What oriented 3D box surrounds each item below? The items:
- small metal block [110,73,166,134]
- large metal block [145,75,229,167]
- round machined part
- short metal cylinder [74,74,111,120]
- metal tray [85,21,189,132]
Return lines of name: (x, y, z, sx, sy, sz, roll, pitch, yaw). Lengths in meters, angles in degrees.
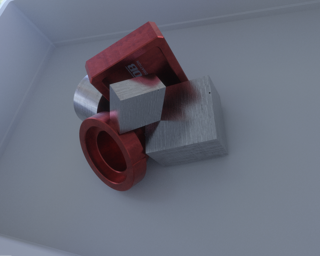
small metal block: (-0.025, -0.026, 0.328, 0.050, 0.050, 0.025, -20, 55, -24)
large metal block: (0.030, -0.006, 0.365, 0.080, 0.050, 0.080, -13, 61, 20)
round machined part: (-0.051, 0.025, 0.379, 0.098, 0.097, 0.042, 22, 38, 36)
short metal cylinder: (-0.069, -0.035, 0.424, 0.050, 0.080, 0.080, 25, 75, 36)
metal tray: (-0.015, -0.053, 0.375, 0.090, 0.130, 0.030, -31, 53, 8)
